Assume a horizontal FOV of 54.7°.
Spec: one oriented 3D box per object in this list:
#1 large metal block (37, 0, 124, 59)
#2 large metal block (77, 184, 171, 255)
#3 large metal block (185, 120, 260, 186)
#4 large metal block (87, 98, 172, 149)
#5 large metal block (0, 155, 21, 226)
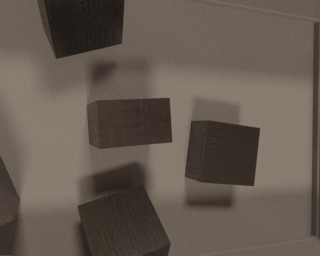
[{"bbox_3d":[-0.087,-0.131,0.342,0.081,0.080,0.050,-19,66,-19],"label":"large metal block"},{"bbox_3d":[-0.043,0.123,0.360,0.081,0.050,0.080,-15,50,-20],"label":"large metal block"},{"bbox_3d":[0.086,0.034,0.431,0.081,0.050,0.080,8,88,-20],"label":"large metal block"},{"bbox_3d":[-0.039,-0.006,0.368,0.081,0.080,0.050,-4,92,-20],"label":"large metal block"},{"bbox_3d":[-0.186,0.057,0.313,0.050,0.080,0.080,-23,98,-19],"label":"large metal block"}]
